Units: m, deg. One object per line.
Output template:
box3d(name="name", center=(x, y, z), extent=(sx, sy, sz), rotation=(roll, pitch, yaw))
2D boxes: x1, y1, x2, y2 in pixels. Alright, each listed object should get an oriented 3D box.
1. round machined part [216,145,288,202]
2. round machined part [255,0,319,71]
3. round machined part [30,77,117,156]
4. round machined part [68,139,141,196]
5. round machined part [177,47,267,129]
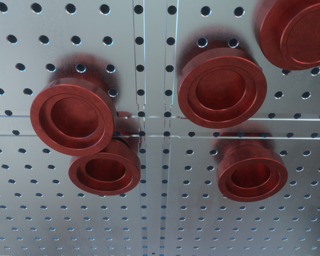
box3d(name="round machined part", center=(0.131, 0.063, 0.456), extent=(0.099, 0.042, 0.097), rotation=(-1, 130, 0))
box3d(name="round machined part", center=(0.152, -0.101, 0.317), extent=(0.099, 0.042, 0.097), rotation=(0, 130, 0))
box3d(name="round machined part", center=(-0.101, -0.017, 0.378), extent=(0.099, 0.042, 0.097), rotation=(1, 121, 2))
box3d(name="round machined part", center=(-0.076, 0.052, 0.441), extent=(0.099, 0.042, 0.097), rotation=(-1, 134, -1))
box3d(name="round machined part", center=(0.069, -0.049, 0.360), extent=(0.099, 0.042, 0.097), rotation=(-1, 130, 0))
